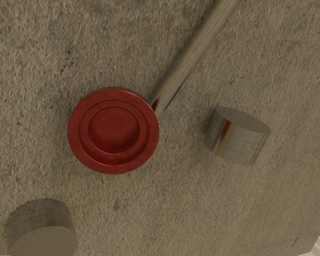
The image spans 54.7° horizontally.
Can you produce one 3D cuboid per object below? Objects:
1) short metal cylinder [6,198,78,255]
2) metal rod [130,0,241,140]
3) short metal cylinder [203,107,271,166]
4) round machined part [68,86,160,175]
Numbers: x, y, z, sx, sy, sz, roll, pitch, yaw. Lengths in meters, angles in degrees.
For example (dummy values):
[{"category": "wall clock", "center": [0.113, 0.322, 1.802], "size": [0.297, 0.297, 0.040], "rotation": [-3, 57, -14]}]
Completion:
[{"category": "short metal cylinder", "center": [-0.150, 0.137, 0.394], "size": [0.081, 0.050, 0.079], "rotation": [-14, 125, -21]}, {"category": "metal rod", "center": [0.037, -0.087, 0.374], "size": [0.025, 0.025, 0.299], "rotation": [26, 104, -38]}, {"category": "short metal cylinder", "center": [0.108, 0.010, 0.439], "size": [0.081, 0.080, 0.050], "rotation": [6, 115, -32]}, {"category": "round machined part", "center": [-0.052, 0.000, 0.355], "size": [0.099, 0.042, 0.097], "rotation": [-3, 108, -8]}]
